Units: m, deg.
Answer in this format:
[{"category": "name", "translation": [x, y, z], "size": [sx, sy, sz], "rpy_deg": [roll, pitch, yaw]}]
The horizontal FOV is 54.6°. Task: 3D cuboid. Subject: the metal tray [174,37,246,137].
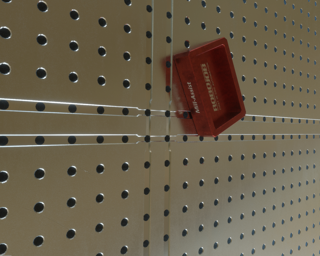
[{"category": "metal tray", "translation": [0.080, -0.062, 0.470], "size": [0.091, 0.030, 0.129], "rpy_deg": [-31, 109, -36]}]
